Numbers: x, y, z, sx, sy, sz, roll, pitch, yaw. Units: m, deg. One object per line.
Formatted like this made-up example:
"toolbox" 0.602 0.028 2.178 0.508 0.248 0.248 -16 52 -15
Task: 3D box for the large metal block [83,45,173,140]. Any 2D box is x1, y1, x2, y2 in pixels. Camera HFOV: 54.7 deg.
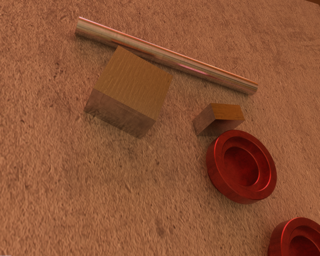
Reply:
"large metal block" -0.039 -0.045 0.394 0.080 0.050 0.080 28 52 -11

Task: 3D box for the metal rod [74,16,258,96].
"metal rod" 0.022 -0.105 0.479 0.302 0.025 0.025 15 56 -20

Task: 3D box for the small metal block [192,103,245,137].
"small metal block" 0.082 -0.010 0.438 0.050 0.050 0.025 2 61 -28

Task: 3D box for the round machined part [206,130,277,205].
"round machined part" 0.103 0.055 0.415 0.099 0.042 0.098 14 56 -21

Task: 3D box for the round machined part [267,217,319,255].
"round machined part" 0.175 0.165 0.386 0.099 0.042 0.098 14 56 -21
